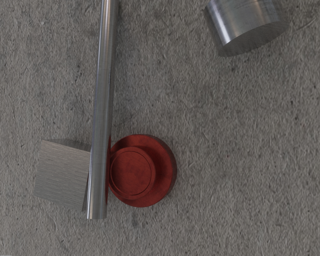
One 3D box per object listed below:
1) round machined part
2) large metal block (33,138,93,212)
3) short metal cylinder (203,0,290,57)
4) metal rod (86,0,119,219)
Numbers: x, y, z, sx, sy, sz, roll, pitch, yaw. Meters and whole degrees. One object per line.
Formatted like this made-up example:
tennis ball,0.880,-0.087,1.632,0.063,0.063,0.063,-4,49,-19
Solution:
round machined part,-0.030,0.057,0.411,0.098,0.042,0.097,0,90,20
large metal block,-0.124,0.063,0.439,0.080,0.050,0.080,12,94,19
short metal cylinder,0.095,-0.120,0.346,0.080,0.080,0.050,-21,83,19
metal rod,-0.074,-0.036,0.407,0.025,0.025,0.299,-2,79,20
